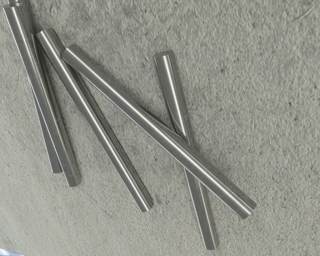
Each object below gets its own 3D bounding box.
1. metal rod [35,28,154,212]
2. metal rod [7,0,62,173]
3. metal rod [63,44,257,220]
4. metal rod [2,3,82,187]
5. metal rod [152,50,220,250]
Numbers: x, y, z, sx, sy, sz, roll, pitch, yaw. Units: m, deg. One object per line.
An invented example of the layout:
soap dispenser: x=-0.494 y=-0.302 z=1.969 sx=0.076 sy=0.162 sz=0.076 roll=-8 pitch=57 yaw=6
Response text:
metal rod: x=-0.088 y=0.000 z=0.452 sx=0.025 sy=0.025 sz=0.299 roll=-16 pitch=110 yaw=34
metal rod: x=-0.181 y=-0.055 z=0.468 sx=0.025 sy=0.025 sz=0.298 roll=12 pitch=124 yaw=21
metal rod: x=-0.008 y=-0.002 z=0.382 sx=0.300 sy=0.025 sz=0.025 roll=42 pitch=130 yaw=10
metal rod: x=-0.165 y=-0.027 z=0.461 sx=0.025 sy=0.025 sz=0.298 roll=10 pitch=128 yaw=23
metal rod: x=0.041 y=0.046 z=0.413 sx=0.025 sy=0.025 sz=0.298 roll=-2 pitch=118 yaw=29
